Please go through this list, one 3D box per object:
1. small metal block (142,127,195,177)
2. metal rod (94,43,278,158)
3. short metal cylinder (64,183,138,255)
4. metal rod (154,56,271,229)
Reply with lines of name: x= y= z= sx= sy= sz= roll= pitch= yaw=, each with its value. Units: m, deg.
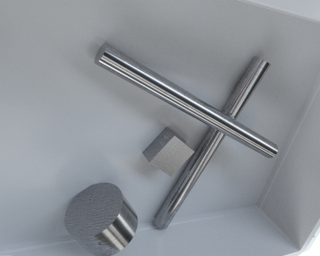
small metal block: x=0.012 y=0.034 z=0.439 sx=0.050 sy=0.025 sz=0.050 roll=-47 pitch=130 yaw=5
metal rod: x=0.054 y=-0.022 z=0.403 sx=0.302 sy=0.025 sz=0.025 roll=26 pitch=104 yaw=-30
short metal cylinder: x=-0.076 y=0.119 z=0.407 sx=0.080 sy=0.080 sz=0.050 roll=-31 pitch=129 yaw=-9
metal rod: x=0.072 y=0.031 z=0.469 sx=0.025 sy=0.025 sz=0.298 roll=19 pitch=109 yaw=-36
